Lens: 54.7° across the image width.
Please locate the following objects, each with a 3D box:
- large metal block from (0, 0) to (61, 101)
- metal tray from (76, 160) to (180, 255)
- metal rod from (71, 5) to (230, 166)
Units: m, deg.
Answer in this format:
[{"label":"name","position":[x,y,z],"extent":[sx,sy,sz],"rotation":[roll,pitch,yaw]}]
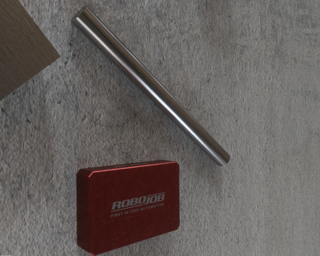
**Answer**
[{"label":"large metal block","position":[-0.150,-0.069,0.264],"extent":[0.080,0.050,0.080],"rotation":[-49,119,-29]},{"label":"metal tray","position":[-0.033,0.089,0.376],"extent":[0.131,0.030,0.089],"rotation":[-1,91,-40]},{"label":"metal rod","position":[0.006,-0.036,0.411],"extent":[0.300,0.025,0.025],"rotation":[43,64,-32]}]
